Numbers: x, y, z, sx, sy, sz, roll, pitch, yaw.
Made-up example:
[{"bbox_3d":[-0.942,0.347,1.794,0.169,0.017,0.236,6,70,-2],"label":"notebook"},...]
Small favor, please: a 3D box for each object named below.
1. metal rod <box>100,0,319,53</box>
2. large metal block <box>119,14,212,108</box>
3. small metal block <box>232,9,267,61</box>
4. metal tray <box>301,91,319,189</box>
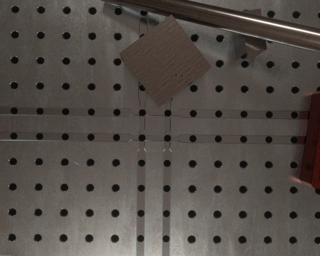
[{"bbox_3d":[0.062,-0.136,0.375,0.301,0.025,0.025,19,90,15],"label":"metal rod"},{"bbox_3d":[0.006,-0.083,0.401,0.080,0.050,0.080,-37,91,0],"label":"large metal block"},{"bbox_3d":[0.114,-0.119,0.402,0.025,0.050,0.050,-9,90,0],"label":"small metal block"},{"bbox_3d":[0.247,0.019,0.414,0.091,0.030,0.129,8,90,-1],"label":"metal tray"}]
